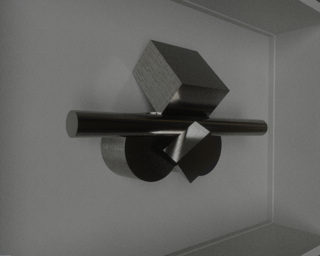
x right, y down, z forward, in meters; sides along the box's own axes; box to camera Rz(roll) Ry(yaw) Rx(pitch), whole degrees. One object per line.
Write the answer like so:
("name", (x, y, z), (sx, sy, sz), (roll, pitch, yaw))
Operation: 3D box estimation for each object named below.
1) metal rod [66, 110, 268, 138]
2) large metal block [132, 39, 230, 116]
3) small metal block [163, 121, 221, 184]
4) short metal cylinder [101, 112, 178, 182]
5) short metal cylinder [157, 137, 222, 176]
("metal rod", (0.037, -0.002, 0.373), (0.302, 0.025, 0.025), (1, 90, -40))
("large metal block", (0.025, -0.058, 0.384), (0.081, 0.050, 0.080), (1, 46, -40))
("small metal block", (0.038, 0.029, 0.360), (0.050, 0.025, 0.050), (-42, 137, -9))
("short metal cylinder", (-0.023, 0.021, 0.372), (0.081, 0.050, 0.079), (0, 90, -40))
("short metal cylinder", (0.039, 0.023, 0.424), (0.081, 0.050, 0.079), (0, 90, -40))
